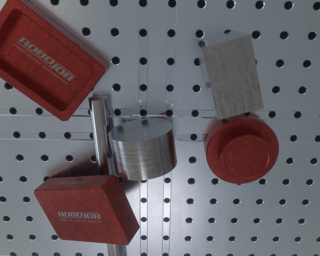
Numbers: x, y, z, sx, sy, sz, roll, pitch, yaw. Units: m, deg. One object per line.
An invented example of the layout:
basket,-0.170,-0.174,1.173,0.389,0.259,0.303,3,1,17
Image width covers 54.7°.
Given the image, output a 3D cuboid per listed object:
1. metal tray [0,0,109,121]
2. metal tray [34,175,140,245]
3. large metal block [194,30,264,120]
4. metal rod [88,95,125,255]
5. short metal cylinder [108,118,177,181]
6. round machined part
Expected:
metal tray,-0.141,-0.081,0.379,0.130,0.030,0.090,38,106,-13
metal tray,-0.101,0.112,0.422,0.130,0.030,0.090,-8,113,30
large metal block,0.077,-0.065,0.361,0.050,0.080,0.080,-15,110,5
metal rod,-0.073,0.101,0.449,0.025,0.025,0.298,-2,110,1
short metal cylinder,-0.021,0.024,0.393,0.080,0.080,0.050,-7,110,2
round machined part,0.112,0.034,0.418,0.099,0.042,0.097,0,110,0
